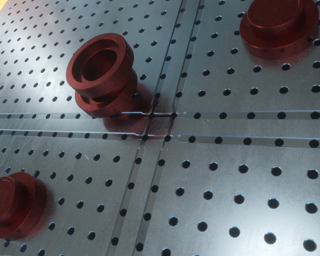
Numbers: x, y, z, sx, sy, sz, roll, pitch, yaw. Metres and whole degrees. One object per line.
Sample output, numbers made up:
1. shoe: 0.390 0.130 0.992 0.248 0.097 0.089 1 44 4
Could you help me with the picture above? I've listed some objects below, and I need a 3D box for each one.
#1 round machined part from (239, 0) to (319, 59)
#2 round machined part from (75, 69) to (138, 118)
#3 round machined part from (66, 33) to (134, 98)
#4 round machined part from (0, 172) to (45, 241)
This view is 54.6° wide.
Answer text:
1. round machined part: 0.152 -0.142 0.405 0.098 0.042 0.098 -13 56 21
2. round machined part: -0.077 -0.057 0.474 0.098 0.042 0.098 -13 56 21
3. round machined part: -0.079 -0.083 0.437 0.098 0.042 0.098 -13 56 21
4. round machined part: -0.219 0.109 0.447 0.098 0.042 0.098 -13 56 21
